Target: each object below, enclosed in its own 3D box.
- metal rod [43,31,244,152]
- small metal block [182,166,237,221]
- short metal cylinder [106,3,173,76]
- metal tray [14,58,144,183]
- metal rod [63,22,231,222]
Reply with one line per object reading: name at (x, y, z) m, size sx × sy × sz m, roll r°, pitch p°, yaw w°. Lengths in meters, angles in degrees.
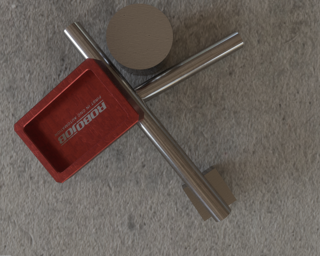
metal rod at (-0.027, -0.044, 0.411) m, size 0.301 × 0.025 × 0.025 m, roll -30°, pitch 90°, yaw -1°
small metal block at (0.064, 0.086, 0.412) m, size 0.050 × 0.025 × 0.050 m, roll -34°, pitch 90°, yaw 0°
short metal cylinder at (-0.025, -0.110, 0.398) m, size 0.081 × 0.050 × 0.079 m, roll 0°, pitch 90°, yaw -1°
metal tray at (-0.096, -0.008, 0.369) m, size 0.130 × 0.030 × 0.090 m, roll -39°, pitch 90°, yaw 11°
metal rod at (-0.015, -0.007, 0.386) m, size 0.025 × 0.025 × 0.300 m, roll -39°, pitch 91°, yaw 0°
